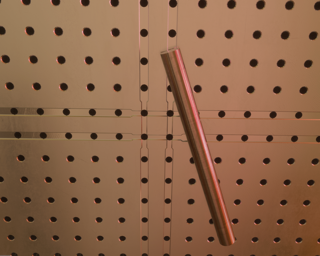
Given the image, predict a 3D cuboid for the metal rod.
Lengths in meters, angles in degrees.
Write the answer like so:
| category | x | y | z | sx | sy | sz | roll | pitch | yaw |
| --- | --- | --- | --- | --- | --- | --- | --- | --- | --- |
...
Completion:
| category | x | y | z | sx | sy | sz | roll | pitch | yaw |
| --- | --- | --- | --- | --- | --- | --- | --- | --- | --- |
| metal rod | 0.058 | 0.039 | 0.428 | 0.025 | 0.025 | 0.299 | -17 | 109 | 6 |
